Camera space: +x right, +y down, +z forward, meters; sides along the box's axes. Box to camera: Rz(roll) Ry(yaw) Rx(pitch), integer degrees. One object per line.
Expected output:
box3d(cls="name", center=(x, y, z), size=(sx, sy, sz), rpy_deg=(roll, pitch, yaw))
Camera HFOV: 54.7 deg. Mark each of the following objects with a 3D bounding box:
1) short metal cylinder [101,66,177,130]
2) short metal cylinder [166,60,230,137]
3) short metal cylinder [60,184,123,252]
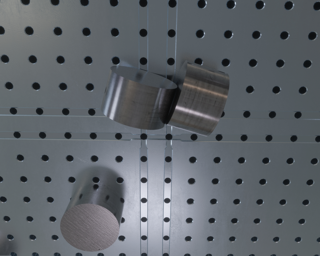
box3d(cls="short metal cylinder", center=(-0.025, -0.038, 0.370), size=(0.080, 0.080, 0.050), rpy_deg=(15, 109, -6))
box3d(cls="short metal cylinder", center=(0.043, -0.035, 0.371), size=(0.050, 0.080, 0.079), rpy_deg=(17, 109, -6))
box3d(cls="short metal cylinder", center=(-0.096, 0.129, 0.446), size=(0.081, 0.050, 0.079), rpy_deg=(0, 110, 0))
